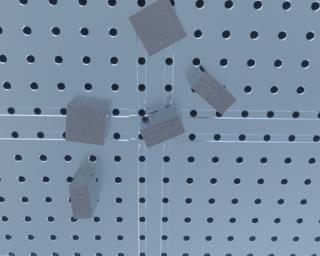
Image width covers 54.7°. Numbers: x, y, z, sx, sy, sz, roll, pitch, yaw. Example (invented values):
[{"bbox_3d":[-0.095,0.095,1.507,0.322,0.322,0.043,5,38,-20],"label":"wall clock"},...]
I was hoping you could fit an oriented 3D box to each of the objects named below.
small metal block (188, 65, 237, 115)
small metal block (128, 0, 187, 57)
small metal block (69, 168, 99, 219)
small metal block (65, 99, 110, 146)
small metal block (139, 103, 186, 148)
[{"bbox_3d":[0.063,-0.048,0.383,0.050,0.050,0.025,40,105,-14],"label":"small metal block"},{"bbox_3d":[-0.002,-0.121,0.369,0.050,0.025,0.050,-27,108,9],"label":"small metal block"},{"bbox_3d":[-0.105,0.090,0.432,0.025,0.050,0.050,-2,110,0],"label":"small metal block"},{"bbox_3d":[-0.095,-0.007,0.409,0.050,0.025,0.050,8,110,-4],"label":"small metal block"},{"bbox_3d":[0.003,-0.004,0.399,0.050,0.050,0.025,-23,109,8],"label":"small metal block"}]
